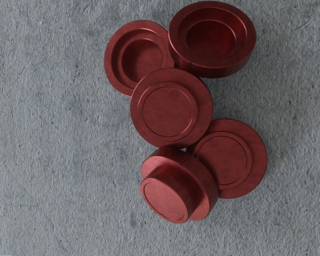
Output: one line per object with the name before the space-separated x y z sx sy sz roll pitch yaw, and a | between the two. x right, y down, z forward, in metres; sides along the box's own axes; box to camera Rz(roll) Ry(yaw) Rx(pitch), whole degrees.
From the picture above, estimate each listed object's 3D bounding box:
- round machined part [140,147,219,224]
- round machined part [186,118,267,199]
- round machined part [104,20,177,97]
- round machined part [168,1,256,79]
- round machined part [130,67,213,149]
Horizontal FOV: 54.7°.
round machined part | 0.016 0.074 0.368 0.098 0.042 0.097 24 136 26
round machined part | 0.077 0.037 0.373 0.098 0.042 0.097 0 90 19
round machined part | -0.020 -0.087 0.407 0.098 0.042 0.097 0 90 19
round machined part | 0.059 -0.098 0.365 0.099 0.042 0.098 0 65 0
round machined part | 0.012 -0.021 0.361 0.098 0.042 0.097 2 101 11
